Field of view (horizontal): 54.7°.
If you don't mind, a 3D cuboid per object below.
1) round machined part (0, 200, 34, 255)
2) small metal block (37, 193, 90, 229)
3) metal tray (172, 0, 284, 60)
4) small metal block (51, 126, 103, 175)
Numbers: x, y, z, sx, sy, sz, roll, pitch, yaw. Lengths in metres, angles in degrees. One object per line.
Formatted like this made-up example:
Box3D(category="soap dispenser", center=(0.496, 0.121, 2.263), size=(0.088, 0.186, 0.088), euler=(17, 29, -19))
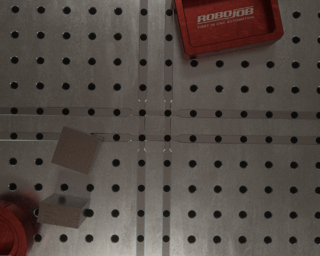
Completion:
Box3D(category="round machined part", center=(-0.213, 0.141, 0.402), size=(0.099, 0.042, 0.097), euler=(0, 90, -1))
Box3D(category="small metal block", center=(-0.122, 0.106, 0.399), size=(0.050, 0.050, 0.025), euler=(9, 90, -1))
Box3D(category="metal tray", center=(0.088, -0.148, 0.411), size=(0.131, 0.030, 0.089), euler=(-11, 90, -1))
Box3D(category="small metal block", center=(-0.109, 0.029, 0.412), size=(0.050, 0.025, 0.050), euler=(19, 90, -1))
